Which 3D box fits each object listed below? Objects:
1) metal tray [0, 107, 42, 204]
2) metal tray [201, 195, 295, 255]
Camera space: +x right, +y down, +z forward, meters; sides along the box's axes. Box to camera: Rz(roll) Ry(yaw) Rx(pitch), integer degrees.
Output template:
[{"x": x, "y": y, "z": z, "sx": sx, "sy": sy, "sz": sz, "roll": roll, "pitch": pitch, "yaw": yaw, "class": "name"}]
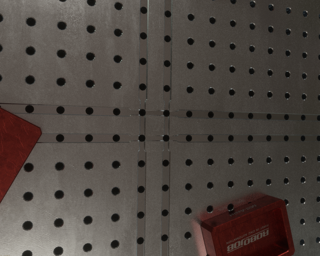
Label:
[{"x": -0.202, "y": 0.037, "z": 0.336, "sx": 0.090, "sy": 0.030, "sz": 0.130, "roll": 31, "pitch": 80, "yaw": -18, "class": "metal tray"}, {"x": 0.133, "y": 0.165, "z": 0.461, "sx": 0.131, "sy": 0.030, "sz": 0.089, "roll": -15, "pitch": 95, "yaw": -20, "class": "metal tray"}]
